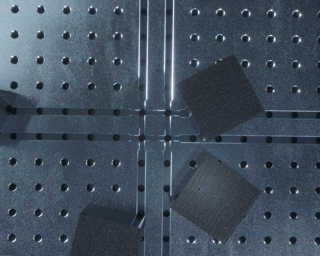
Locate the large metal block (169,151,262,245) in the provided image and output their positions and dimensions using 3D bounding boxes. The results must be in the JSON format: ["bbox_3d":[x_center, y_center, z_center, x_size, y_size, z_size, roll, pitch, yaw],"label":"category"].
[{"bbox_3d":[0.069,0.087,0.402,0.080,0.050,0.080,35,90,-1],"label":"large metal block"}]

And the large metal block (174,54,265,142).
[{"bbox_3d":[0.074,-0.037,0.402,0.080,0.050,0.080,-28,90,0],"label":"large metal block"}]

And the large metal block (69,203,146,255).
[{"bbox_3d":[-0.068,0.152,0.400,0.080,0.050,0.080,14,90,-1],"label":"large metal block"}]

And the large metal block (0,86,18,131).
[{"bbox_3d":[-0.247,-0.028,0.398,0.080,0.050,0.080,25,90,-1],"label":"large metal block"}]
